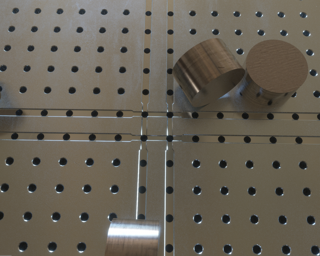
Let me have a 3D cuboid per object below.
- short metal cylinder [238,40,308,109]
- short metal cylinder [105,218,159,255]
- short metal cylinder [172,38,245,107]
[{"bbox_3d":[0.152,-0.073,0.426,0.081,0.050,0.080,0,70,0],"label":"short metal cylinder"},{"bbox_3d":[-0.028,0.139,0.331,0.050,0.080,0.080,3,70,1],"label":"short metal cylinder"},{"bbox_3d":[0.064,-0.071,0.409,0.080,0.080,0.050,-27,73,-10],"label":"short metal cylinder"}]
